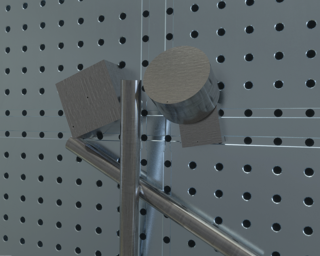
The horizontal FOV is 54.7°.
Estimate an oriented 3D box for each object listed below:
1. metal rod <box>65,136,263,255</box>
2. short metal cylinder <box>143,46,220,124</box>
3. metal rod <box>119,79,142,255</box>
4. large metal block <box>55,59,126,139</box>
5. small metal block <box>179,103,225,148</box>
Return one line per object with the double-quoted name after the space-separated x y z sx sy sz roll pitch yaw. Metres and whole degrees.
-0.006 0.093 0.413 0.301 0.025 0.025 30 100 17 "metal rod"
0.027 -0.051 0.373 0.080 0.050 0.080 -10 60 19 "short metal cylinder"
-0.039 0.088 0.398 0.025 0.025 0.298 6 102 19 "metal rod"
-0.085 -0.037 0.428 0.080 0.050 0.080 -22 83 18 "large metal block"
0.052 -0.003 0.394 0.050 0.025 0.050 -9 87 19 "small metal block"
